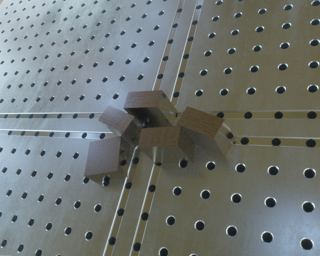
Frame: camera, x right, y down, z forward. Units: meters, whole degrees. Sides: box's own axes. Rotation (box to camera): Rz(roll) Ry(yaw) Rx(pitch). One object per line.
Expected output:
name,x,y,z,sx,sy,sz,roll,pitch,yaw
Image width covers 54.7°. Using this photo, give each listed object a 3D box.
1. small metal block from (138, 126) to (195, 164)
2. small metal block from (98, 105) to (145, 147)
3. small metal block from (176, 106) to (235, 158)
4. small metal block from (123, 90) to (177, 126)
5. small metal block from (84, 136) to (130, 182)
small metal block,0.009,0.022,0.373,0.050,0.050,0.025,-5,60,26
small metal block,-0.046,-0.001,0.415,0.050,0.050,0.025,24,75,36
small metal block,0.054,0.005,0.360,0.050,0.050,0.025,23,74,36
small metal block,-0.012,-0.025,0.412,0.050,0.050,0.025,0,62,28
small metal block,-0.070,0.042,0.417,0.050,0.025,0.050,-11,57,21
